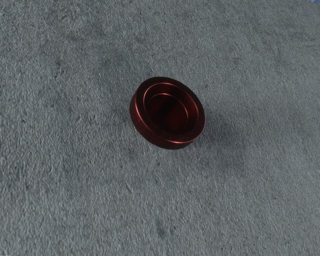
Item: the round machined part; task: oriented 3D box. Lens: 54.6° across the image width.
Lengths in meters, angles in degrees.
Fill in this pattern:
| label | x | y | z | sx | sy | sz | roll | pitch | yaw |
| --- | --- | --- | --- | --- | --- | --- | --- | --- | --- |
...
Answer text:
| label | x | y | z | sx | sy | sz | roll | pitch | yaw |
| --- | --- | --- | --- | --- | --- | --- | --- | --- | --- |
| round machined part | 0.006 | -0.016 | 0.405 | 0.099 | 0.042 | 0.098 | 13 | 56 | -21 |
